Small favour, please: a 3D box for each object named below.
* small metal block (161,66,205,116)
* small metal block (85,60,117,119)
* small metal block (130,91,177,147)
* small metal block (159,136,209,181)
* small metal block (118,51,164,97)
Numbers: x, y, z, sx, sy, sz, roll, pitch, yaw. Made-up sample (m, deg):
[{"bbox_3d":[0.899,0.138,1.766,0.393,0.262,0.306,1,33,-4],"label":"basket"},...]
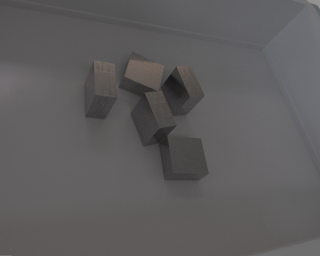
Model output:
[{"bbox_3d":[0.031,-0.052,0.437,0.025,0.050,0.050,-8,66,-32],"label":"small metal block"},{"bbox_3d":[-0.074,-0.045,0.378,0.025,0.050,0.050,6,59,-25],"label":"small metal block"},{"bbox_3d":[-0.010,-0.011,0.391,0.025,0.050,0.050,-10,67,-32],"label":"small metal block"},{"bbox_3d":[0.030,0.039,0.398,0.050,0.025,0.050,5,59,-26],"label":"small metal block"},{"bbox_3d":[-0.025,-0.073,0.436,0.050,0.025,0.050,22,54,-15],"label":"small metal block"}]
